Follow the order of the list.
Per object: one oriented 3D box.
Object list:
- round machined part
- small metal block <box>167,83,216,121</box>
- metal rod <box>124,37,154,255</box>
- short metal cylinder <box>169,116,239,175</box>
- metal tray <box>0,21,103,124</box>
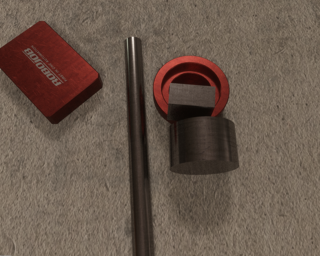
[{"bbox_3d":[0.040,-0.044,0.416,0.099,0.042,0.098,0,70,-1],"label":"round machined part"},{"bbox_3d":[0.035,-0.028,0.361,0.050,0.050,0.025,5,71,1],"label":"small metal block"},{"bbox_3d":[-0.029,0.014,0.402,0.025,0.025,0.299,-4,70,-2],"label":"metal rod"},{"bbox_3d":[0.051,0.024,0.371,0.081,0.080,0.050,-1,70,-1],"label":"short metal cylinder"},{"bbox_3d":[-0.156,-0.080,0.433,0.090,0.030,0.130,-43,76,-14],"label":"metal tray"}]
